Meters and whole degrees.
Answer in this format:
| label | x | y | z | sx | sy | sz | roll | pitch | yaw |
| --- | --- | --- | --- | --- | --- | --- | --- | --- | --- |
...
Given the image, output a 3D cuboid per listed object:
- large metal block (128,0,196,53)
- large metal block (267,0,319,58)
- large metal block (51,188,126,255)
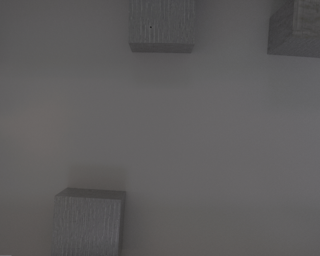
| label | x | y | z | sx | sy | sz | roll | pitch | yaw |
| --- | --- | --- | --- | --- | --- | --- | --- | --- | --- |
| large metal block | 0.003 | -0.142 | 0.399 | 0.081 | 0.050 | 0.080 | 1 | 90 | 0 |
| large metal block | 0.189 | -0.123 | 0.385 | 0.080 | 0.080 | 0.050 | 4 | 90 | 0 |
| large metal block | -0.089 | 0.124 | 0.398 | 0.080 | 0.050 | 0.080 | 4 | 90 | 0 |
